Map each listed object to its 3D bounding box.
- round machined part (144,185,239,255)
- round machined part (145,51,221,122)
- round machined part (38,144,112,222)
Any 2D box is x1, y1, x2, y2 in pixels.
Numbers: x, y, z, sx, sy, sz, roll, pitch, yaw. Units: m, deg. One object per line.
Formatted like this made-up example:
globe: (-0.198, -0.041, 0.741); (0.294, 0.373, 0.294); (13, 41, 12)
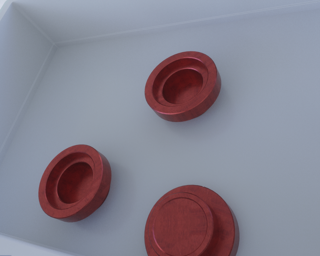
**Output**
round machined part: (0.027, 0.104, 0.316); (0.098, 0.042, 0.098); (-13, 56, 21)
round machined part: (0.033, -0.050, 0.408); (0.098, 0.042, 0.098); (-13, 56, 21)
round machined part: (-0.105, 0.074, 0.405); (0.098, 0.042, 0.098); (-13, 56, 21)
